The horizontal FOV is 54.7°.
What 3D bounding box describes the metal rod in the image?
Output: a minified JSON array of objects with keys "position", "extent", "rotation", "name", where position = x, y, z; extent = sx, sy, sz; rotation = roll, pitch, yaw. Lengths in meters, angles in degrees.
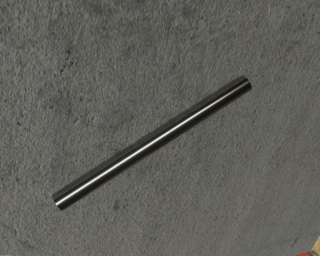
[{"position":[-0.005,0.016,0.418],"extent":[0.301,0.025,0.025],"rotation":[-32,129,-8],"name":"metal rod"}]
